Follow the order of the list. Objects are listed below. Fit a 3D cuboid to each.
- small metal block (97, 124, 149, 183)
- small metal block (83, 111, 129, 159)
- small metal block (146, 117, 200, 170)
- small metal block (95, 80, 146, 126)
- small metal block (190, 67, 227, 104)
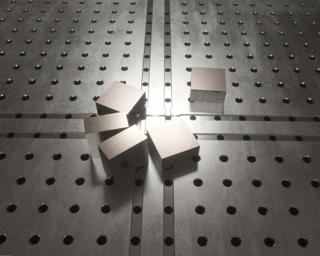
[{"bbox_3d":[-0.042,0.031,0.365,0.050,0.050,0.025,-30,56,-23],"label":"small metal block"},{"bbox_3d":[-0.064,0.009,0.383,0.050,0.050,0.025,-10,51,-9],"label":"small metal block"},{"bbox_3d":[0.016,0.019,0.392,0.050,0.025,0.050,-18,52,-15],"label":"small metal block"},{"bbox_3d":[-0.054,-0.035,0.437,0.050,0.025,0.050,21,53,16],"label":"small metal block"},{"bbox_3d":[0.071,-0.064,0.463,0.050,0.025,0.050,4,50,3],"label":"small metal block"}]
